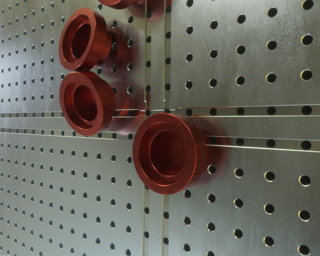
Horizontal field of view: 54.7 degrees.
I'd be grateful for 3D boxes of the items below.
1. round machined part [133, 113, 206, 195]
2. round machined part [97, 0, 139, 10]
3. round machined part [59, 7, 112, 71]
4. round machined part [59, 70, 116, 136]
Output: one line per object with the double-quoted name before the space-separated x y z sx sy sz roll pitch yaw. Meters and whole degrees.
"round machined part" 0.016 0.031 0.384 0.098 0.042 0.097 0 90 39
"round machined part" -0.050 -0.217 0.437 0.098 0.042 0.097 0 90 39
"round machined part" -0.113 -0.132 0.482 0.098 0.042 0.098 -10 75 41
"round machined part" -0.105 -0.040 0.472 0.098 0.042 0.097 14 114 35
